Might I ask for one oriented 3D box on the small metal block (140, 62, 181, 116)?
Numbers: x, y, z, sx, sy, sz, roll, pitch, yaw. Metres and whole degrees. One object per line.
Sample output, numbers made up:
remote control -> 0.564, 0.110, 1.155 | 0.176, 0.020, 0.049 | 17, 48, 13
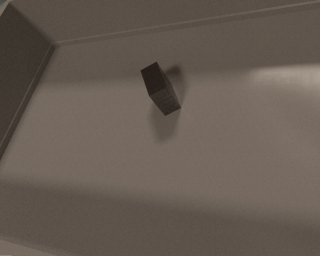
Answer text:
small metal block -> 0.001, -0.053, 0.420 | 0.025, 0.050, 0.050 | -27, 53, 11
